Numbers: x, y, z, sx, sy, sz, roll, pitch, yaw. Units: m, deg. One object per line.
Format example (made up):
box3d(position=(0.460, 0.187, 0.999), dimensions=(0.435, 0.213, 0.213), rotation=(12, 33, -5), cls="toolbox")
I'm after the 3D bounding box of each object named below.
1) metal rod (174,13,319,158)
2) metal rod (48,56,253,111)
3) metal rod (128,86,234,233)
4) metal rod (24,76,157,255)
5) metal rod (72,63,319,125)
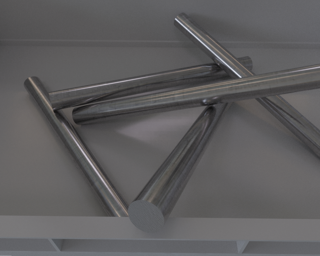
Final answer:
box3d(position=(0.123, -0.067, 0.433), dimensions=(0.025, 0.025, 0.300), rotation=(-31, 65, -23), cls="metal rod")
box3d(position=(-0.001, -0.068, 0.445), dimensions=(0.302, 0.025, 0.025), rotation=(-13, 51, -18), cls="metal rod")
box3d(position=(0.046, 0.001, 0.325), dimensions=(0.025, 0.025, 0.301), rotation=(19, 28, 15), cls="metal rod")
box3d(position=(-0.101, 0.028, 0.380), dimensions=(0.025, 0.025, 0.300), rotation=(-29, 56, -22), cls="metal rod")
box3d(position=(0.027, -0.034, 0.364), dimensions=(0.301, 0.025, 0.025), rotation=(-7, 47, 22), cls="metal rod")
